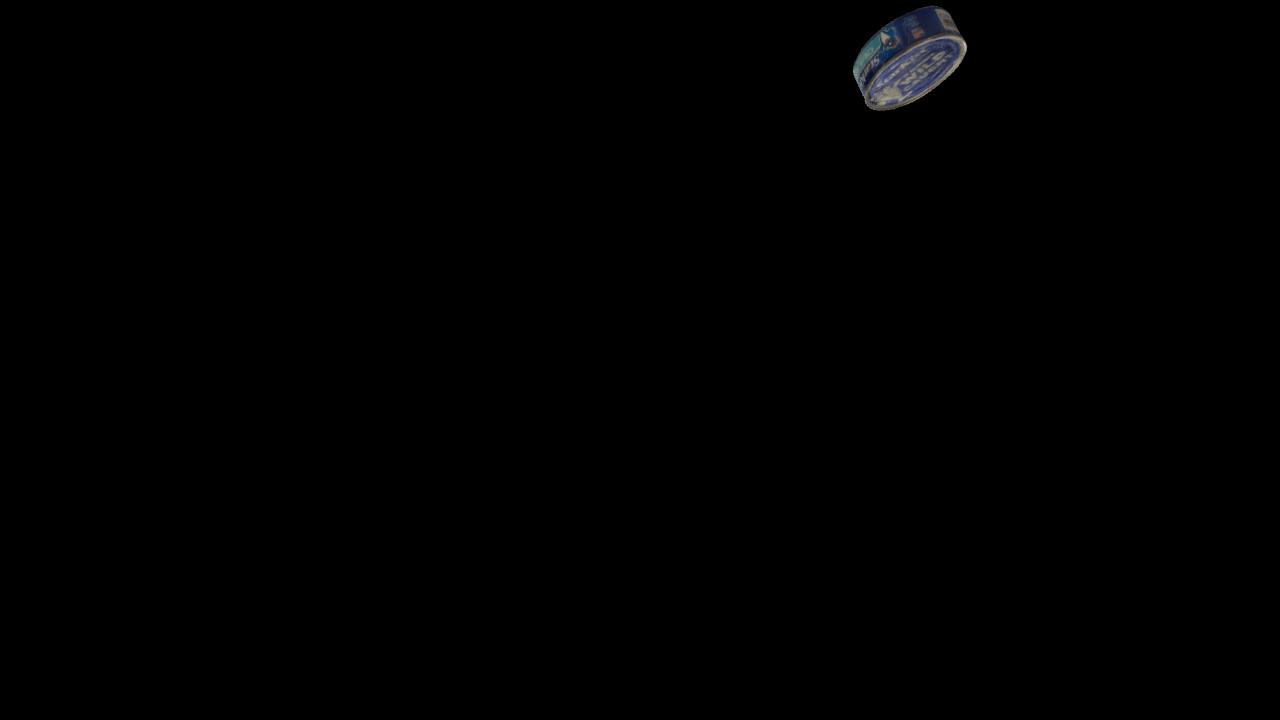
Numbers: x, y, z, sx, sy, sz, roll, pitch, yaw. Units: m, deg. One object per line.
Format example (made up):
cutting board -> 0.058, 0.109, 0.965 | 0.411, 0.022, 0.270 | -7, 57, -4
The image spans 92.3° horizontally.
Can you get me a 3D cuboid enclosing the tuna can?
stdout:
tuna can -> 0.225, -0.253, 0.519 | 0.084, 0.034, 0.084 | -17, -14, -4
